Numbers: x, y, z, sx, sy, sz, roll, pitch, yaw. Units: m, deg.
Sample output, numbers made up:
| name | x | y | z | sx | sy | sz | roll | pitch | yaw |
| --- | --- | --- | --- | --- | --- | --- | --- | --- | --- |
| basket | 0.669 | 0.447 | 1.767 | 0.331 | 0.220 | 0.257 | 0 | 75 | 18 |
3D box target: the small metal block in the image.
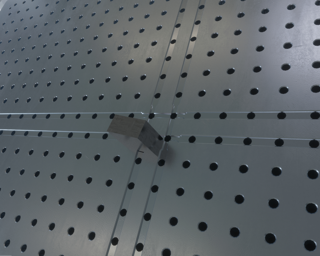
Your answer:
| name | x | y | z | sx | sy | sz | roll | pitch | yaw |
| --- | --- | --- | --- | --- | --- | --- | --- | --- | --- |
| small metal block | -0.032 | 0.009 | 0.404 | 0.050 | 0.050 | 0.025 | 11 | 68 | 33 |
